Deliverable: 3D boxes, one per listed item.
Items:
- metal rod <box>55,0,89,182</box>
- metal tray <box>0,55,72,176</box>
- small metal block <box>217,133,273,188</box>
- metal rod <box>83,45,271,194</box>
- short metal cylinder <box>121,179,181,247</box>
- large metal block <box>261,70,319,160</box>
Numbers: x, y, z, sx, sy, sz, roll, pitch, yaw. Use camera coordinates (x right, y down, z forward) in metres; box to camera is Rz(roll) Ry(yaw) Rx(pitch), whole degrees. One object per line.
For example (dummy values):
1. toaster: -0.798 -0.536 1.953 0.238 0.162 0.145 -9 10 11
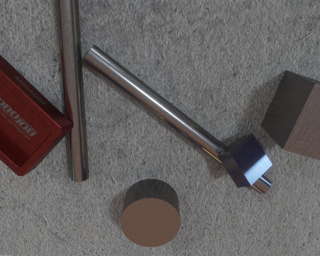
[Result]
1. metal rod: -0.108 -0.071 0.382 0.025 0.025 0.298 1 110 -1
2. metal tray: -0.187 -0.015 0.384 0.130 0.030 0.090 44 106 -4
3. small metal block: 0.112 0.042 0.406 0.050 0.025 0.050 -33 91 -32
4. metal rod: 0.032 -0.004 0.408 0.301 0.025 0.025 37 106 -13
5. short metal cylinder: -0.013 0.120 0.441 0.081 0.050 0.079 0 110 -1
6. large metal block: 0.174 -0.018 0.376 0.050 0.080 0.079 16 109 -6
